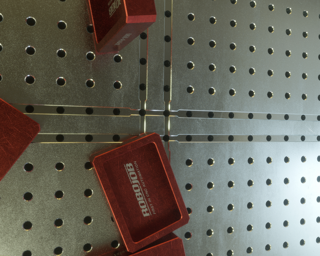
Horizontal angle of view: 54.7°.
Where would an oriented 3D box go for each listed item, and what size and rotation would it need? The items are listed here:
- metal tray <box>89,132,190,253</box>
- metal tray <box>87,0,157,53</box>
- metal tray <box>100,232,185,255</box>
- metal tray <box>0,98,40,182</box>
[{"bbox_3d":[-0.025,0.080,0.401,0.091,0.030,0.129,-22,98,-19],"label":"metal tray"},{"bbox_3d":[-0.049,-0.141,0.338,0.030,0.130,0.089,-12,94,-23],"label":"metal tray"},{"bbox_3d":[-0.027,0.199,0.401,0.131,0.030,0.089,-13,95,-20],"label":"metal tray"},{"bbox_3d":[-0.206,0.025,0.334,0.090,0.030,0.130,38,78,-17],"label":"metal tray"}]
